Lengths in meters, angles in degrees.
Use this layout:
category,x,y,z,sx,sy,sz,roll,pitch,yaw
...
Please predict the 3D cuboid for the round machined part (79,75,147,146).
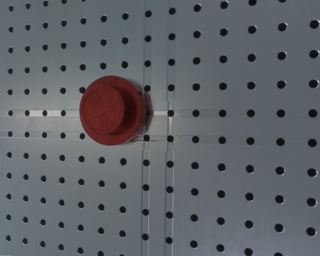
category,x,y,z,sx,sy,sz,roll,pitch,yaw
round machined part,-0.071,-0.024,0.429,0.098,0.042,0.097,0,90,20
